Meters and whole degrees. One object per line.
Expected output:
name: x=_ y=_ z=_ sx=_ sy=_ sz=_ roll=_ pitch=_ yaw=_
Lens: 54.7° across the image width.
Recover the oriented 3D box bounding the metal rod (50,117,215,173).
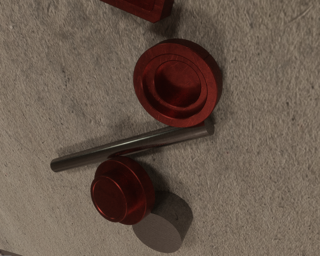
metal rod: x=-0.060 y=0.031 z=0.455 sx=0.300 sy=0.025 sz=0.025 roll=-16 pitch=110 yaw=34

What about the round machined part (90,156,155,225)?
round machined part: x=-0.059 y=0.092 z=0.434 sx=0.098 sy=0.042 sz=0.097 roll=11 pitch=110 yaw=33

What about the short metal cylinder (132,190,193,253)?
short metal cylinder: x=0.004 y=0.143 z=0.476 sx=0.080 sy=0.050 sz=0.079 roll=13 pitch=124 yaw=20

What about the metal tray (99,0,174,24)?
metal tray: x=-0.019 y=-0.181 z=0.300 sx=0.090 sy=0.030 sz=0.129 roll=27 pitch=128 yaw=11

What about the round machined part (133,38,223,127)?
round machined part: x=0.023 y=-0.053 z=0.350 sx=0.098 sy=0.042 sz=0.097 roll=13 pitch=124 yaw=20
